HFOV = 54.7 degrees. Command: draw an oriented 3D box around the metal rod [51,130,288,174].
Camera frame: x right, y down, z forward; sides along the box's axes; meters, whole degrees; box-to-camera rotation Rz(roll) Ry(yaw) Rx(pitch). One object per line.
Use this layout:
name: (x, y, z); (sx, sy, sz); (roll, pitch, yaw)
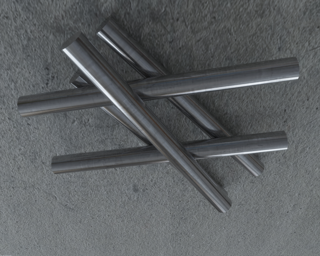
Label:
metal rod: (0.009, 0.033, 0.404); (0.302, 0.025, 0.025); (-7, 130, 5)

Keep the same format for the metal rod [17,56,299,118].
metal rod: (-0.007, -0.043, 0.339); (0.302, 0.025, 0.025); (-7, 130, 5)

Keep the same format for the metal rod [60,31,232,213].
metal rod: (0.005, 0.015, 0.357); (0.025, 0.025, 0.300); (-28, 126, 21)

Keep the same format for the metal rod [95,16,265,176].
metal rod: (0.043, -0.022, 0.390); (0.025, 0.025, 0.301); (-35, 122, 26)

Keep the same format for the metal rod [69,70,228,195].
metal rod: (0.002, 0.026, 0.430); (0.025, 0.025, 0.300); (-33, 123, 25)
